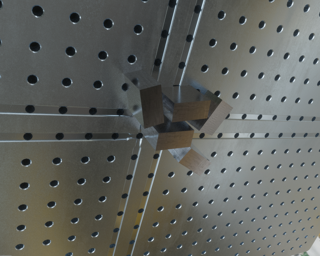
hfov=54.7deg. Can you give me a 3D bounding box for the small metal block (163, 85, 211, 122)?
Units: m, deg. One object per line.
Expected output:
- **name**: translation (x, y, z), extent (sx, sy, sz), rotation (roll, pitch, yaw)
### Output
- **small metal block**: translation (0.028, -0.032, 0.392), extent (0.050, 0.050, 0.025), rotation (-7, 121, -25)

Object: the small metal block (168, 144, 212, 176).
- **small metal block**: translation (0.038, 0.035, 0.440), extent (0.025, 0.050, 0.050), rotation (-49, 129, 6)

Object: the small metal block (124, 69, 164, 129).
- **small metal block**: translation (-0.019, -0.035, 0.364), extent (0.025, 0.050, 0.050), rotation (-18, 126, -19)

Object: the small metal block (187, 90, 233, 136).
- **small metal block**: translation (0.069, -0.020, 0.428), extent (0.050, 0.025, 0.050), rotation (-54, 152, 10)

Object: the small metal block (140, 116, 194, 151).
- **small metal block**: translation (0.008, 0.003, 0.403), extent (0.050, 0.050, 0.025), rotation (-4, 121, -27)
